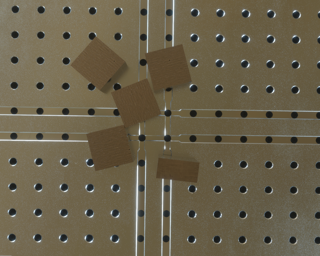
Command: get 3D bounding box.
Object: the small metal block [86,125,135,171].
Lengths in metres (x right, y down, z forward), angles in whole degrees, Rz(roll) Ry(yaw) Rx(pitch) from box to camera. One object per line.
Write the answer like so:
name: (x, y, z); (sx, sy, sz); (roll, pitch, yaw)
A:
small metal block: (-0.065, 0.026, 0.413); (0.050, 0.025, 0.050); (-14, 90, -1)

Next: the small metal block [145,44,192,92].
small metal block: (0.011, -0.079, 0.414); (0.050, 0.025, 0.050); (-14, 90, -1)

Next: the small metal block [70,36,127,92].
small metal block: (-0.080, -0.084, 0.412); (0.050, 0.025, 0.050); (41, 90, -1)

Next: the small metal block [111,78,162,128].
small metal block: (-0.031, -0.032, 0.413); (0.050, 0.025, 0.050); (-22, 90, -1)

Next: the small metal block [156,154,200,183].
small metal block: (0.022, 0.051, 0.401); (0.050, 0.050, 0.025); (7, 90, -1)
